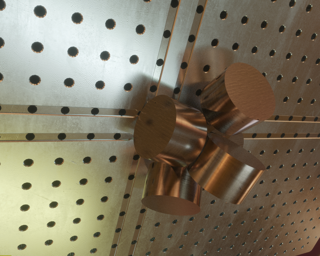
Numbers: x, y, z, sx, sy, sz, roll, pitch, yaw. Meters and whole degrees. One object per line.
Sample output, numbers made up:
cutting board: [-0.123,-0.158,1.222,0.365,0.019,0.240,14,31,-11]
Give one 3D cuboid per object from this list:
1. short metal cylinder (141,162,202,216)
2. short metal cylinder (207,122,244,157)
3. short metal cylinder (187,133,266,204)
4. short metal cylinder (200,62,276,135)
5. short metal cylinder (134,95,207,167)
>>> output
short metal cylinder: [0.018,0.084,0.430,0.080,0.050,0.080,8,149,5]
short metal cylinder: [0.072,0.020,0.445,0.081,0.050,0.079,-13,123,-21]
short metal cylinder: [0.081,0.048,0.384,0.081,0.080,0.050,19,108,-36]
short metal cylinder: [0.100,-0.036,0.398,0.081,0.080,0.050,2,157,-29]
short metal cylinder: [0.011,0.005,0.384,0.050,0.080,0.080,20,107,-36]
